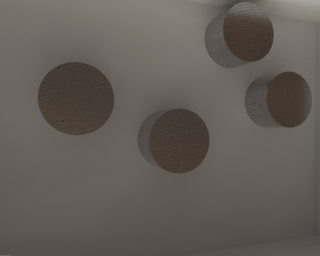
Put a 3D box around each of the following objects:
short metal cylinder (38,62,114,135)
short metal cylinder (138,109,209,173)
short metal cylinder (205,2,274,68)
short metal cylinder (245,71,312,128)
[{"bbox_3d":[-0.098,-0.032,0.361,0.081,0.050,0.080,0,90,-20],"label":"short metal cylinder"},{"bbox_3d":[0.016,0.016,0.403,0.081,0.050,0.080,0,90,-20],"label":"short metal cylinder"},{"bbox_3d":[0.111,-0.129,0.438,0.081,0.050,0.080,0,90,-20],"label":"short metal cylinder"},{"bbox_3d":[0.176,-0.040,0.462,0.081,0.050,0.080,0,90,-20],"label":"short metal cylinder"}]
